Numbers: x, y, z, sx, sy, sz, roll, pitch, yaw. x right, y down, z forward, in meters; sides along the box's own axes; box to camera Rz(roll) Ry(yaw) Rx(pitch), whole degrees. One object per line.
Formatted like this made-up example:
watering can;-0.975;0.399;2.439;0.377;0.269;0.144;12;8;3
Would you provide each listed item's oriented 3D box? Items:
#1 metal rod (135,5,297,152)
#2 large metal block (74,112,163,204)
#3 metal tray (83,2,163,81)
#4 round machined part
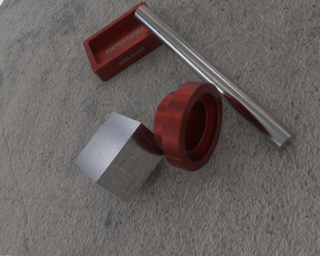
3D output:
metal rod;0.053;-0.082;0.404;0.025;0.025;0.300;-40;58;1
large metal block;-0.049;0.032;0.378;0.080;0.050;0.080;-54;32;-10
metal tray;-0.061;-0.147;0.522;0.130;0.030;0.090;-32;52;7
round machined part;0.029;-0.004;0.344;0.042;0.098;0.098;13;69;33
